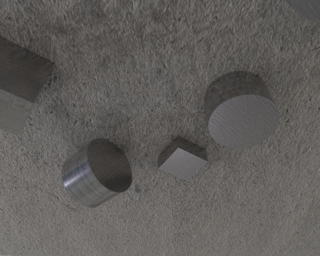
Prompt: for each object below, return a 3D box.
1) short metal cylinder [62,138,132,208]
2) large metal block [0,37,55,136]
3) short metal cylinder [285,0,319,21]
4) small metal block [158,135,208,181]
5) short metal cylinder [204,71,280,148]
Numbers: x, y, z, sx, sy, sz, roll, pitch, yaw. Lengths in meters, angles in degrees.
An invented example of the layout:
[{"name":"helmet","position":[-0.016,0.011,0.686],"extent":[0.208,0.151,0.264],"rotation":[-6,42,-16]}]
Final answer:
[{"name":"short metal cylinder","position":[-0.084,0.061,0.422],"extent":[0.050,0.080,0.080],"rotation":[-33,123,25]},{"name":"large metal block","position":[-0.169,-0.050,0.327],"extent":[0.080,0.080,0.050],"rotation":[25,126,-20]},{"name":"short metal cylinder","position":[0.144,-0.142,0.271],"extent":[0.081,0.050,0.079],"rotation":[0,130,0]},{"name":"small metal block","position":[0.032,0.044,0.445],"extent":[0.050,0.025,0.050],"rotation":[26,125,-21]},{"name":"short metal cylinder","position":[0.096,-0.021,0.373],"extent":[0.081,0.050,0.079],"rotation":[0,130,0]}]
